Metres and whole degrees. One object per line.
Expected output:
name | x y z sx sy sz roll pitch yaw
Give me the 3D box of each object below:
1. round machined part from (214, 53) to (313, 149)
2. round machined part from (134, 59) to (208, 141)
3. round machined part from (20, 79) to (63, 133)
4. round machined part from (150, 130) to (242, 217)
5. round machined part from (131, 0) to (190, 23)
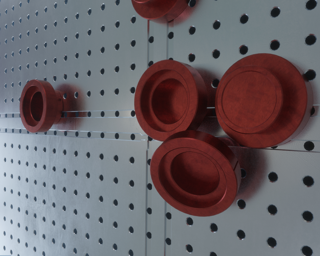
round machined part | 0.098 -0.028 0.318 0.098 0.042 0.097 0 90 40
round machined part | 0.017 -0.033 0.385 0.098 0.042 0.097 0 90 40
round machined part | -0.219 -0.040 0.582 0.098 0.042 0.097 0 90 40
round machined part | 0.042 0.047 0.348 0.098 0.042 0.097 10 117 21
round machined part | -0.005 -0.192 0.403 0.098 0.042 0.097 0 90 40
